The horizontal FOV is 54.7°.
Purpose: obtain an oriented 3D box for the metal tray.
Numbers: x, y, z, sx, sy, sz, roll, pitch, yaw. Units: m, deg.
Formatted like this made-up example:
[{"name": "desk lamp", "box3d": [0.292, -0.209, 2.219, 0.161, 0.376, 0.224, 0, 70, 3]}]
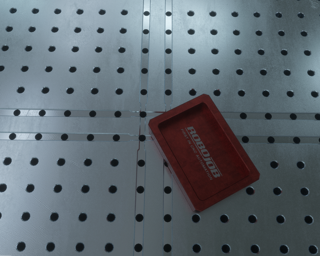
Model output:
[{"name": "metal tray", "box3d": [0.053, 0.030, 0.398, 0.091, 0.030, 0.130, -26, 72, -10]}]
